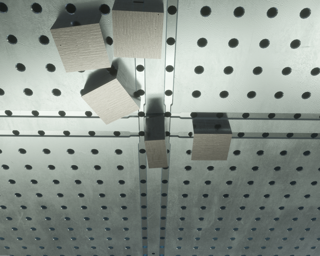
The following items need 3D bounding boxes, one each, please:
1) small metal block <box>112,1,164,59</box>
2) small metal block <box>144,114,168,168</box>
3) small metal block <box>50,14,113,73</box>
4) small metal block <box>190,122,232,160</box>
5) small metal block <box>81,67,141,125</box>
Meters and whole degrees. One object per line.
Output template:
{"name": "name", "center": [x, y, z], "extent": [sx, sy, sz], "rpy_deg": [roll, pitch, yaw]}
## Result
{"name": "small metal block", "center": [-0.023, -0.102, 0.325], "extent": [0.050, 0.025, 0.050], "rpy_deg": [2, 130, -2]}
{"name": "small metal block", "center": [-0.004, 0.018, 0.410], "extent": [0.025, 0.050, 0.050], "rpy_deg": [-4, 130, 3]}
{"name": "small metal block", "center": [-0.082, -0.090, 0.333], "extent": [0.050, 0.025, 0.050], "rpy_deg": [-6, 130, 4]}
{"name": "small metal block", "center": [0.069, 0.019, 0.429], "extent": [0.050, 0.025, 0.050], "rpy_deg": [0, 130, -1]}
{"name": "small metal block", "center": [-0.058, -0.038, 0.379], "extent": [0.050, 0.025, 0.050], "rpy_deg": [-24, 127, 18]}
